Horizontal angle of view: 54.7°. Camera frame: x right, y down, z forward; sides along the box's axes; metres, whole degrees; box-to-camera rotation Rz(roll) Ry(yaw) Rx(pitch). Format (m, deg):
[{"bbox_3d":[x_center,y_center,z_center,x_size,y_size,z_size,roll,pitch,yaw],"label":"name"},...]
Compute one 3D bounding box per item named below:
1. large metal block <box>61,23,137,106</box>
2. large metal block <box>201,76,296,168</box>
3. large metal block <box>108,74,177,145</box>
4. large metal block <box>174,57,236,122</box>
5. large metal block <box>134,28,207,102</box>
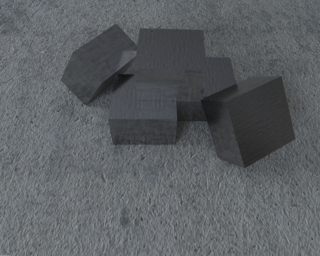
[{"bbox_3d":[-0.083,-0.086,0.431,0.050,0.080,0.080,47,58,-6],"label":"large metal block"},{"bbox_3d":[0.106,-0.010,0.370,0.081,0.080,0.050,-25,17,-20],"label":"large metal block"},{"bbox_3d":[-0.020,-0.025,0.407,0.081,0.050,0.080,0,50,0],"label":"large metal block"},{"bbox_3d":[0.060,-0.055,0.436,0.081,0.050,0.080,0,50,0],"label":"large metal block"},{"bbox_3d":[0.013,-0.080,0.388,0.081,0.050,0.080,2,50,1],"label":"large metal block"}]
